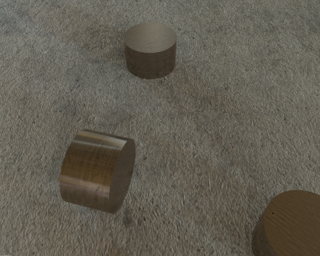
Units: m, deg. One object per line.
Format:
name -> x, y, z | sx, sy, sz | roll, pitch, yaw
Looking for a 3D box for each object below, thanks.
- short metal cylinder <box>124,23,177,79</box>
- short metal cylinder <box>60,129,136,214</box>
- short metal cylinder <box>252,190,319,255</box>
short metal cylinder -> -0.015, -0.123, 0.490 | 0.080, 0.050, 0.080 | 0, 50, 0
short metal cylinder -> -0.063, 0.045, 0.329 | 0.050, 0.080, 0.080 | 12, 51, 10
short metal cylinder -> 0.134, 0.107, 0.298 | 0.080, 0.050, 0.080 | 0, 50, 0
